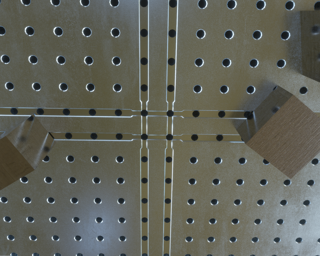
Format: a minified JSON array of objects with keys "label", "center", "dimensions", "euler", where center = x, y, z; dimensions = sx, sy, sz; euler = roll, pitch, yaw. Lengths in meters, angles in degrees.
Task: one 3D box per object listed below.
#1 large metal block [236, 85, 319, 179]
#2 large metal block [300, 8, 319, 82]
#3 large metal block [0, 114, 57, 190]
[{"label":"large metal block","center":[0.162,0.005,0.403],"dimensions":[0.080,0.050,0.080],"euler":[36,106,-13]},{"label":"large metal block","center":[0.217,-0.104,0.363],"dimensions":[0.080,0.050,0.080],"euler":[-10,110,4]},{"label":"large metal block","center":[-0.192,0.034,0.395],"dimensions":[0.080,0.080,0.050],"euler":[-30,108,10]}]
